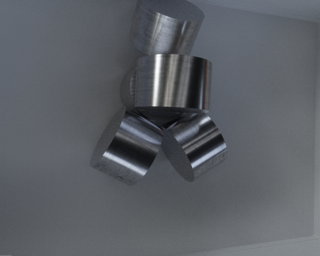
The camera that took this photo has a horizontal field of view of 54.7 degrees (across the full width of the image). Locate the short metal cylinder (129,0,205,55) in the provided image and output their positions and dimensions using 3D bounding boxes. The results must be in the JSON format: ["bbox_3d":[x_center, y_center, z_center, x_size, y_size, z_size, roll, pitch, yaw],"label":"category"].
[{"bbox_3d":[0.007,-0.124,0.375,0.081,0.080,0.050,4,131,-20],"label":"short metal cylinder"}]

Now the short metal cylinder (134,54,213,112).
[{"bbox_3d":[0.014,-0.044,0.331,0.081,0.080,0.050,3,89,-20],"label":"short metal cylinder"}]

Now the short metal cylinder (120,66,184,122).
[{"bbox_3d":[-0.005,-0.047,0.392,0.081,0.050,0.080,0,90,-20],"label":"short metal cylinder"}]

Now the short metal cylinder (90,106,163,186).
[{"bbox_3d":[-0.040,0.021,0.365,0.050,0.080,0.080,31,80,-17],"label":"short metal cylinder"}]

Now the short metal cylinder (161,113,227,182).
[{"bbox_3d":[0.039,0.021,0.394,0.050,0.080,0.080,-30,100,-17],"label":"short metal cylinder"}]
